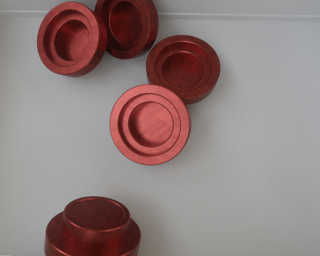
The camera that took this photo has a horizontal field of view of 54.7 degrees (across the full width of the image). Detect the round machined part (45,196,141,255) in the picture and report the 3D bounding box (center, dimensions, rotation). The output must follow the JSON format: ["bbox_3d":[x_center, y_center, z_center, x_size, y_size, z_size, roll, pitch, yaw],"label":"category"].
[{"bbox_3d":[-0.068,0.107,0.328,0.099,0.098,0.042,12,104,4],"label":"round machined part"}]

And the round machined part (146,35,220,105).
[{"bbox_3d":[0.031,-0.076,0.429,0.099,0.042,0.098,0,70,-1],"label":"round machined part"}]

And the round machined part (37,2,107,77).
[{"bbox_3d":[-0.116,-0.118,0.429,0.098,0.042,0.097,0,89,19],"label":"round machined part"}]

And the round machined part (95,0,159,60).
[{"bbox_3d":[-0.043,-0.148,0.435,0.098,0.097,0.042,43,36,13],"label":"round machined part"}]

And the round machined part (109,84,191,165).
[{"bbox_3d":[-0.010,-0.005,0.389,0.098,0.042,0.097,1,95,11],"label":"round machined part"}]
